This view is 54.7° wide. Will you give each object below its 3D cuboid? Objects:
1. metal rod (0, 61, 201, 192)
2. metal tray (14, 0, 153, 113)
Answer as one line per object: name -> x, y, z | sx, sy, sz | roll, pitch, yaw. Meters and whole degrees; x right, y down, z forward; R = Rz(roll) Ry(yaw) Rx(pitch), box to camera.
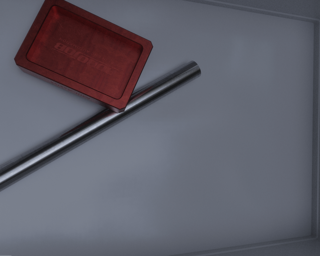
metal rod -> -0.074, -0.007, 0.383 | 0.302, 0.025, 0.025 | -31, 101, -18
metal tray -> -0.085, -0.084, 0.362 | 0.131, 0.030, 0.090 | 24, 81, -7
